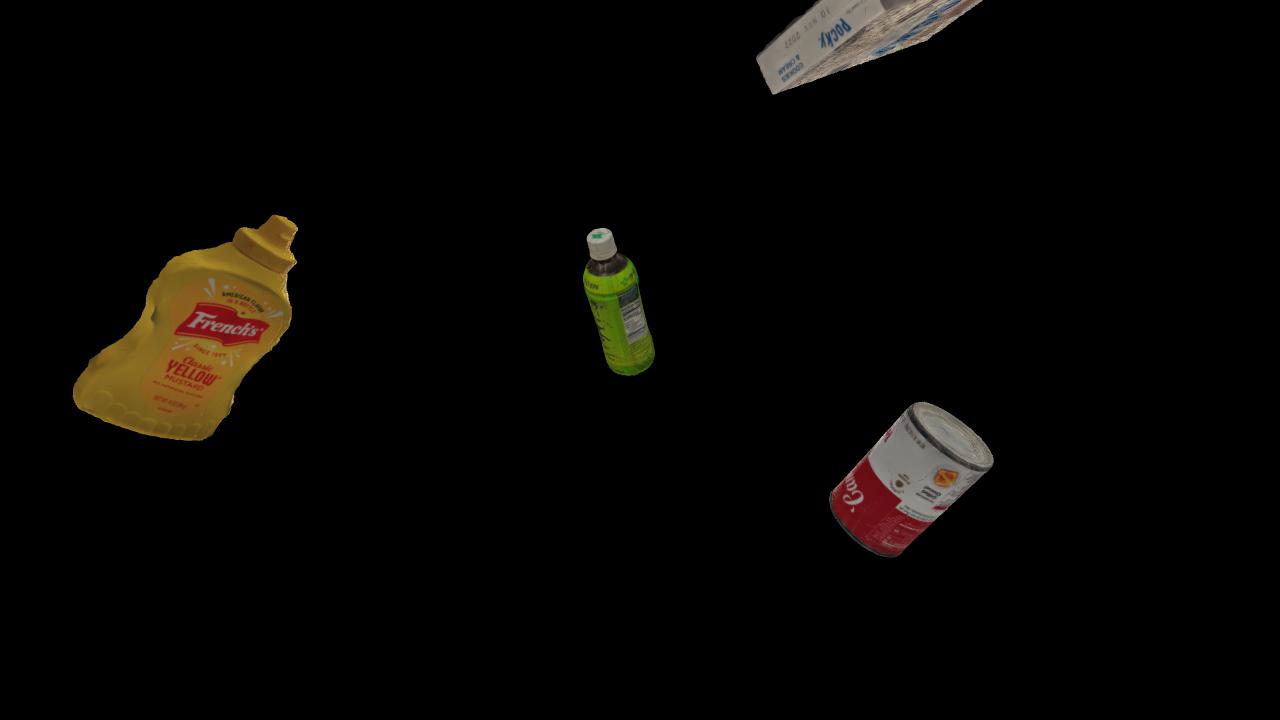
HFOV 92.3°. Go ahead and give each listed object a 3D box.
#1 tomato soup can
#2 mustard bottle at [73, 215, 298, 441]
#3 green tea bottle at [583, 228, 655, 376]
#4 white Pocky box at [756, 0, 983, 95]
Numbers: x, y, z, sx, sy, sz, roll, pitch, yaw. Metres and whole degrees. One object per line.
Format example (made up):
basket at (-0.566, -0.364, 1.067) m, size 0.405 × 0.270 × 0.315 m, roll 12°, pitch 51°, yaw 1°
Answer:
tomato soup can at (0.198, 0.089, 0.456) m, size 0.068 × 0.101 × 0.068 m, roll 22°, pitch 31°, yaw -14°
mustard bottle at (-0.316, -0.031, 0.457) m, size 0.054 × 0.184 × 0.092 m, roll 35°, pitch -2°, yaw 43°
green tea bottle at (-0.028, -0.072, 0.779) m, size 0.073 × 0.073 × 0.212 m, roll 0°, pitch -43°, yaw 11°
white Pocky box at (0.146, -0.199, 0.348) m, size 0.154 × 0.028 × 0.084 m, roll -30°, pitch 6°, yaw -26°
